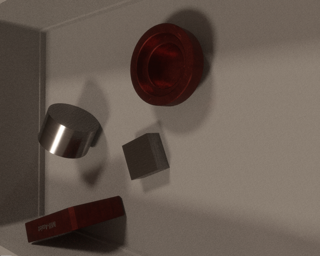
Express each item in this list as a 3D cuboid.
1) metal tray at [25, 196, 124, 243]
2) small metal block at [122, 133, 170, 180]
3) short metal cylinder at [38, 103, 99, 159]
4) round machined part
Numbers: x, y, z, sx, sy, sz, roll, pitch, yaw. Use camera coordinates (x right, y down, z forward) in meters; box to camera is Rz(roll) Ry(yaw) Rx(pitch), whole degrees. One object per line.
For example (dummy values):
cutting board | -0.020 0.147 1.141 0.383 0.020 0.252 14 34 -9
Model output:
metal tray | -0.130 0.138 0.468 0.130 0.091 0.030 -26 74 37
small metal block | -0.020 0.039 0.421 0.050 0.025 0.050 -27 73 36
short metal cylinder | -0.143 0.003 0.486 0.080 0.081 0.050 42 116 31
round machined part | 0.013 -0.075 0.384 0.098 0.042 0.097 0 90 39
